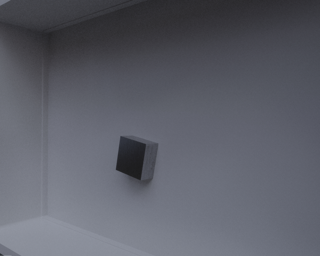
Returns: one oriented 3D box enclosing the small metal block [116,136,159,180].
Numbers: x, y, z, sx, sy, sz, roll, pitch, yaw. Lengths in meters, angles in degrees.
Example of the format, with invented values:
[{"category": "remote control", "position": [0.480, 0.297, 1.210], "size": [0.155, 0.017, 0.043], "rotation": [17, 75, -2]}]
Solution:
[{"category": "small metal block", "position": [-0.033, 0.041, 0.435], "size": [0.050, 0.025, 0.050], "rotation": [15, 99, 39]}]
